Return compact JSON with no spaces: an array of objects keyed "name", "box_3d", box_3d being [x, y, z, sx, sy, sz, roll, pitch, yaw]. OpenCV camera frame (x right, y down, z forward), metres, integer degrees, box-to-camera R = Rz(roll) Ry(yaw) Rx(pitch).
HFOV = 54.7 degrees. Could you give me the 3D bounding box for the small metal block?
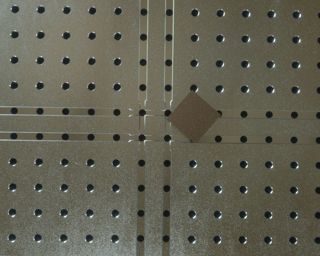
[{"name":"small metal block","box_3d":[0.044,-0.015,0.414,0.050,0.025,0.050,41,90,-1]}]
